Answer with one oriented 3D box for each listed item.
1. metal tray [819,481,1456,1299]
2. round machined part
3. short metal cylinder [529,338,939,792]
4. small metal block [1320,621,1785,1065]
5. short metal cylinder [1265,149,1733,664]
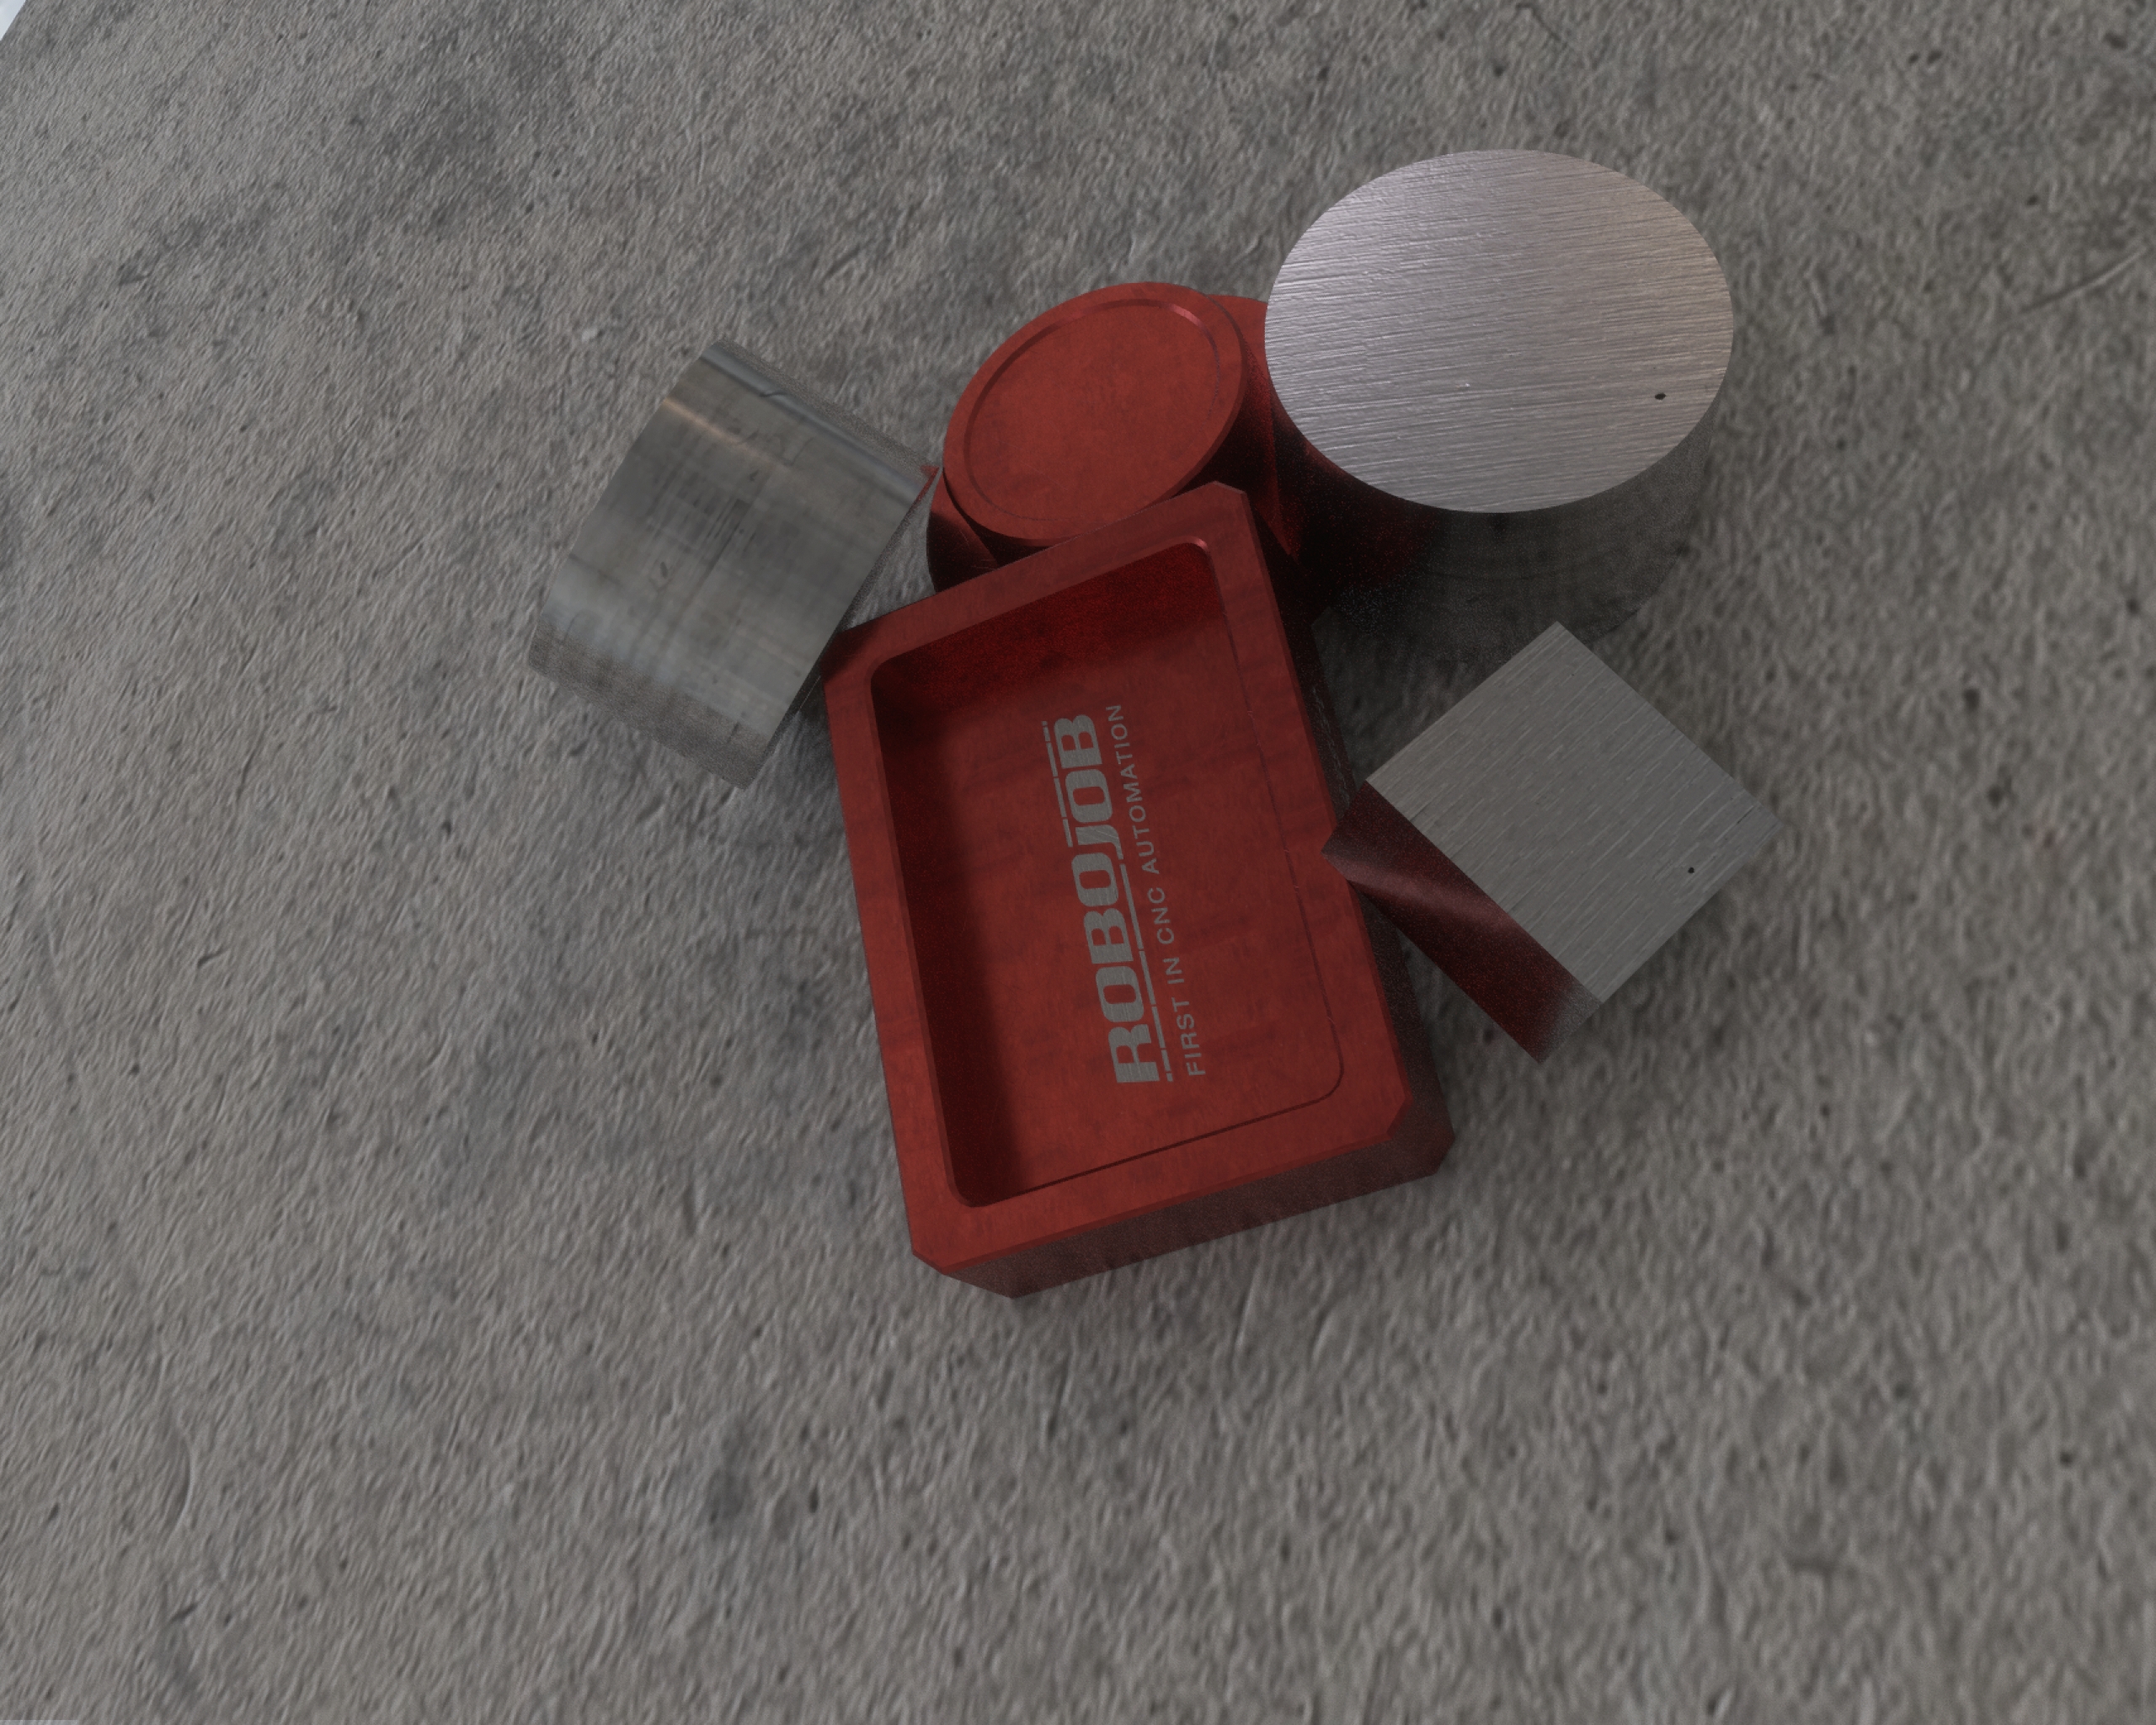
[{"bbox_3d":[0.007,0.004,0.381,0.090,0.030,0.130,-20,64,16],"label":"metal tray"},{"bbox_3d":[0.011,-0.083,0.440,0.098,0.042,0.098,-13,56,21],"label":"round machined part"},{"bbox_3d":[-0.071,-0.062,0.437,0.050,0.080,0.080,31,74,-7],"label":"short metal cylinder"},{"bbox_3d":[0.078,-0.004,0.344,0.050,0.025,0.050,-38,76,-27],"label":"small metal block"},{"bbox_3d":[0.076,-0.084,0.387,0.080,0.050,0.080,-3,64,7],"label":"short metal cylinder"}]
